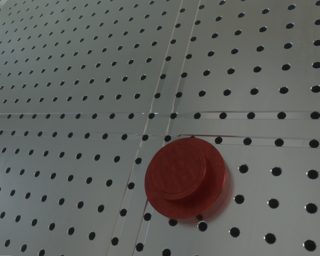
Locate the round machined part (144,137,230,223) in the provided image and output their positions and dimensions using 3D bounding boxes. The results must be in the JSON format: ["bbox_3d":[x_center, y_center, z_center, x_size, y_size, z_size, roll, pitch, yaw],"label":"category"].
[{"bbox_3d":[0.026,0.054,0.352,0.098,0.042,0.098,-13,56,21],"label":"round machined part"}]
